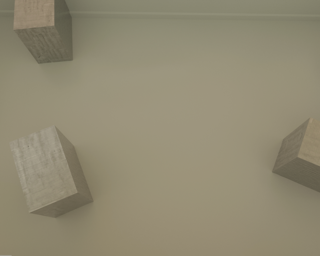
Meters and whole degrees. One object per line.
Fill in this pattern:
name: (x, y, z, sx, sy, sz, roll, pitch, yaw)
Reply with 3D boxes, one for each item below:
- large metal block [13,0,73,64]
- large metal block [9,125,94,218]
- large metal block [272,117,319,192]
large metal block: (-0.159, -0.148, 0.433, 0.050, 0.080, 0.080, -7, 70, -1)
large metal block: (-0.122, 0.054, 0.360, 0.050, 0.080, 0.080, -22, 72, -8)
large metal block: (0.193, 0.038, 0.367, 0.080, 0.080, 0.050, 23, 72, 8)
